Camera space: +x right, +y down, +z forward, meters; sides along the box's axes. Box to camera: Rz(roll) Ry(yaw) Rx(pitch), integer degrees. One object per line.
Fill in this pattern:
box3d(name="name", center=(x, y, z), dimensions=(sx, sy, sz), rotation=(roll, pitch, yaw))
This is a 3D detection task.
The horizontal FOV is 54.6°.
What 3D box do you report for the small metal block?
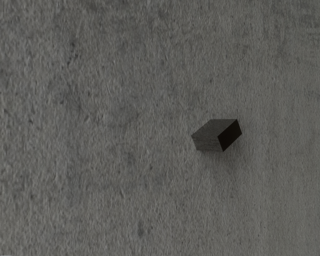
box3d(name="small metal block", center=(0.083, 0.010, 0.457), dimensions=(0.050, 0.050, 0.025), rotation=(-36, 113, -34))
